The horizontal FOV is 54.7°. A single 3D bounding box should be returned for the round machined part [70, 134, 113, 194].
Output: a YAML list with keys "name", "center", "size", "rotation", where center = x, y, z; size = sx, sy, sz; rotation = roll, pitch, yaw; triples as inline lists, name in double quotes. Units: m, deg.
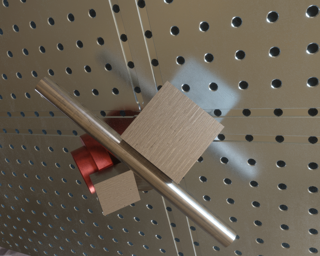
- name: "round machined part"
  center: [-0.095, 0.056, 0.447]
  size: [0.098, 0.042, 0.098]
  rotation: [54, 160, 30]

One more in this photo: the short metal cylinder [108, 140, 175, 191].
- name: "short metal cylinder"
  center: [-0.025, 0.040, 0.428]
  size: [0.080, 0.050, 0.079]
  rotation: [13, 124, 21]

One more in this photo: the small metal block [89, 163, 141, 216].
- name: "small metal block"
  center: [-0.058, 0.077, 0.401]
  size: [0.025, 0.050, 0.050]
  rotation: [40, 146, 57]

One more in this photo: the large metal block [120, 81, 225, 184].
- name: "large metal block"
  center: [0.013, 0.006, 0.359]
  size: [0.080, 0.050, 0.080]
  rotation: [39, 86, 1]

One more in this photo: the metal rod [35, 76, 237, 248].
- name: "metal rod"
  center: [-0.030, 0.041, 0.382]
  size: [0.300, 0.025, 0.025]
  rotation: [40, 129, 1]
